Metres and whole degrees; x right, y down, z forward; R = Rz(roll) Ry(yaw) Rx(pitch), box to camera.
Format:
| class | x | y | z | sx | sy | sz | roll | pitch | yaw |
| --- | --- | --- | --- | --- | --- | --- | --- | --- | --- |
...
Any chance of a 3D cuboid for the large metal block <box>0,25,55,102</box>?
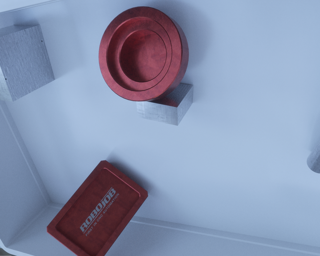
| class | x | y | z | sx | sy | sz | roll | pitch | yaw |
| --- | --- | --- | --- | --- | --- | --- | --- | --- | --- |
| large metal block | -0.199 | -0.090 | 0.420 | 0.050 | 0.080 | 0.079 | 8 | 122 | 24 |

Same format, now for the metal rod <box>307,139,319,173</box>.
| class | x | y | z | sx | sy | sz | roll | pitch | yaw |
| --- | --- | --- | --- | --- | --- | --- | --- | --- | --- |
| metal rod | 0.158 | -0.037 | 0.215 | 0.025 | 0.025 | 0.299 | 18 | 154 | 17 |

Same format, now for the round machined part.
| class | x | y | z | sx | sy | sz | roll | pitch | yaw |
| --- | --- | --- | --- | --- | --- | --- | --- | --- | --- |
| round machined part | -0.014 | -0.078 | 0.341 | 0.098 | 0.042 | 0.097 | 2 | 96 | 23 |

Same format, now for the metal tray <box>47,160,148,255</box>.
| class | x | y | z | sx | sy | sz | roll | pitch | yaw |
| --- | --- | --- | --- | --- | --- | --- | --- | --- | --- |
| metal tray | -0.091 | 0.126 | 0.468 | 0.090 | 0.130 | 0.030 | 37 | 163 | 3 |

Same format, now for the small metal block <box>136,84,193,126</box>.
| class | x | y | z | sx | sy | sz | roll | pitch | yaw |
| --- | --- | --- | --- | --- | --- | --- | --- | --- | --- |
| small metal block | 0.007 | -0.032 | 0.367 | 0.050 | 0.050 | 0.025 | 13 | 130 | 21 |
